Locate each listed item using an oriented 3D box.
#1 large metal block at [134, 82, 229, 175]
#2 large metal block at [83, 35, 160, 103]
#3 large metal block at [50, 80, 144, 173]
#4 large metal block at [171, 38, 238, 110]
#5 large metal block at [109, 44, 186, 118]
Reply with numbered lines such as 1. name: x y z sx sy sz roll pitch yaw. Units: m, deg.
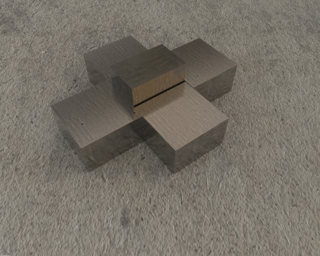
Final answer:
1. large metal block: 0.025 -0.002 0.390 0.081 0.050 0.080 -30 56 -23
2. large metal block: -0.053 -0.083 0.457 0.081 0.050 0.080 -30 56 -23
3. large metal block: -0.077 -0.005 0.390 0.081 0.050 0.080 -30 56 -23
4. large metal block: 0.051 -0.079 0.454 0.081 0.050 0.080 -30 56 -23
5. large metal block: -0.015 -0.053 0.413 0.081 0.080 0.050 -30 56 -23
